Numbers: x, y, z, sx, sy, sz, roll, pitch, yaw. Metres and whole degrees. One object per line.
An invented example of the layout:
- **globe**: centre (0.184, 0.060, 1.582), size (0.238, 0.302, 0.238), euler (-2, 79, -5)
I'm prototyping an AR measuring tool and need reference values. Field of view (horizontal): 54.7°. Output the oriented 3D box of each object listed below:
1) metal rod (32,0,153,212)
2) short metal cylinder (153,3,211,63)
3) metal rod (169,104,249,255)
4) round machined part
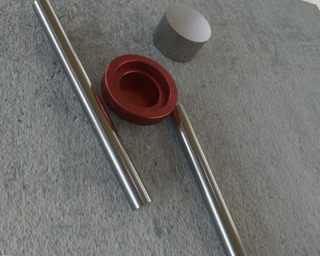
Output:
- **metal rod**: centre (-0.089, -0.040, 0.380), size (0.025, 0.025, 0.299), euler (-18, 72, -35)
- **short metal cylinder**: centre (0.035, -0.153, 0.502), size (0.081, 0.050, 0.080), euler (14, 56, -21)
- **metal rod**: centre (0.073, 0.104, 0.381), size (0.025, 0.025, 0.299), euler (-8, 66, -32)
- **round machined part**: centre (-0.030, -0.045, 0.406), size (0.099, 0.042, 0.098), euler (14, 56, -21)
